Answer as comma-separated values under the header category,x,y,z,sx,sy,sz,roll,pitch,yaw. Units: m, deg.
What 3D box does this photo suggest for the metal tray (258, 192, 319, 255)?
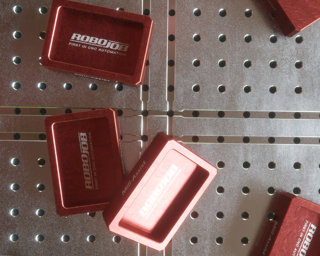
category,x,y,z,sx,sy,sz,roll,pitch,yaw
metal tray,0.188,0.163,0.412,0.090,0.030,0.130,22,90,0

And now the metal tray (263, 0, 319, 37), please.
category,x,y,z,sx,sy,sz,roll,pitch,yaw
metal tray,0.179,-0.201,0.412,0.090,0.030,0.130,-33,90,0

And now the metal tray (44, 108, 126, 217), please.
category,x,y,z,sx,sy,sz,roll,pitch,yaw
metal tray,-0.095,0.044,0.410,0.090,0.030,0.129,-8,90,0

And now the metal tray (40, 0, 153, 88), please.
category,x,y,z,sx,sy,sz,roll,pitch,yaw
metal tray,-0.081,-0.111,0.410,0.131,0.030,0.090,11,90,0

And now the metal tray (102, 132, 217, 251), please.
category,x,y,z,sx,sy,sz,roll,pitch,yaw
metal tray,0.001,0.081,0.390,0.090,0.030,0.130,35,90,-29
